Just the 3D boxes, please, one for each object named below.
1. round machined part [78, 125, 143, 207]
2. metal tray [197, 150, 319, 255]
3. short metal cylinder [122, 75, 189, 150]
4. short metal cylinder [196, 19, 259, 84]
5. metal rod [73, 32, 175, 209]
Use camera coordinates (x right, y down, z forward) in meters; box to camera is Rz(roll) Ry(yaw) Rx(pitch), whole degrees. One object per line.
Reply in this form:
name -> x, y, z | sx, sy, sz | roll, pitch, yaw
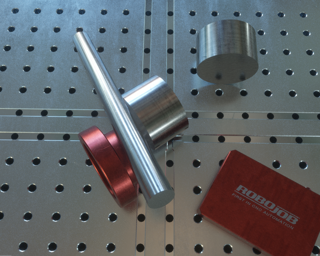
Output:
round machined part -> -0.052, 0.039, 0.359 | 0.042, 0.098, 0.098 | -30, 73, -17
metal tray -> 0.123, 0.096, 0.374 | 0.130, 0.030, 0.090 | 29, 72, 10
short metal cylinder -> -0.008, -0.019, 0.389 | 0.050, 0.080, 0.080 | -33, 74, -11
short metal cylinder -> 0.090, -0.100, 0.420 | 0.080, 0.080, 0.050 | 2, 70, 1
metal rod -> -0.058, -0.035, 0.363 | 0.025, 0.025, 0.300 | -24, 48, -9
